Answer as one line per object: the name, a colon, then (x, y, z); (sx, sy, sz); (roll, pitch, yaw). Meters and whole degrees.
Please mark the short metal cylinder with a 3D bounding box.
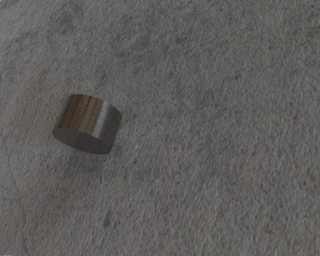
short metal cylinder: (-0.097, -0.003, 0.420); (0.080, 0.080, 0.050); (1, 63, 28)
